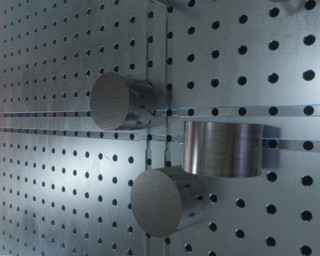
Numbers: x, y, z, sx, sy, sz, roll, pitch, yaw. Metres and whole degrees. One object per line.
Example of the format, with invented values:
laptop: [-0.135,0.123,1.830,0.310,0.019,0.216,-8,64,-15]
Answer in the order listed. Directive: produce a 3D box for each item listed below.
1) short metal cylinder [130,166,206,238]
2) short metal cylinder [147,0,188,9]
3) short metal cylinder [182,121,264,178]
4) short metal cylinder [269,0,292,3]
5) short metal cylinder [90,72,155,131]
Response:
short metal cylinder: [0.010,0.089,0.385,0.080,0.050,0.079,0,90,40]
short metal cylinder: [0.004,-0.198,0.390,0.080,0.050,0.079,0,90,40]
short metal cylinder: [0.064,0.019,0.321,0.080,0.081,0.050,4,93,40]
short metal cylinder: [0.120,-0.160,0.274,0.080,0.081,0.050,-33,70,35]
short metal cylinder: [-0.053,-0.036,0.437,0.080,0.050,0.079,0,90,40]
